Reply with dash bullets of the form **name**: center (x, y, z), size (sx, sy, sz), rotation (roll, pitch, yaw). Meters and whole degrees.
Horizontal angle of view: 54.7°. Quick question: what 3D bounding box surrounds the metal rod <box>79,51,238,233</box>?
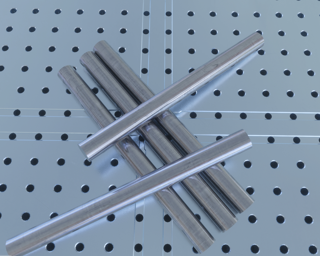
- **metal rod**: center (-0.011, 0.008, 0.408), size (0.025, 0.025, 0.300), rotation (-37, 75, -13)

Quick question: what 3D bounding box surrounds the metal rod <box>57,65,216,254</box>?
- **metal rod**: center (-0.039, 0.030, 0.400), size (0.025, 0.025, 0.300), rotation (-37, 75, -13)

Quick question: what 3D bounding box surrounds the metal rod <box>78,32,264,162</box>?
- **metal rod**: center (0.029, -0.051, 0.409), size (0.302, 0.025, 0.025), rotation (-34, 74, -20)

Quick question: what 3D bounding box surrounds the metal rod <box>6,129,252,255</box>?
- **metal rod**: center (-0.035, 0.076, 0.361), size (0.301, 0.025, 0.025), rotation (-25, 72, -1)

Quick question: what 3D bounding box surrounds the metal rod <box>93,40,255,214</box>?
- **metal rod**: center (0.009, -0.011, 0.416), size (0.025, 0.025, 0.300), rotation (-39, 75, -13)
